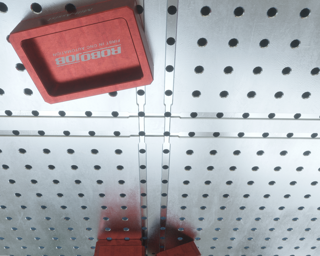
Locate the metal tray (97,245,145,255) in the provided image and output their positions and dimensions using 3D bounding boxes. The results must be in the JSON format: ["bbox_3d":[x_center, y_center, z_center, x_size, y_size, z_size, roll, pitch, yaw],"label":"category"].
[{"bbox_3d":[-0.075,0.277,0.633,0.091,0.030,0.129,0,140,-1],"label":"metal tray"}]

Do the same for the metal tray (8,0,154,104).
[{"bbox_3d":[-0.080,-0.080,0.338,0.131,0.030,0.090,-10,130,8],"label":"metal tray"}]

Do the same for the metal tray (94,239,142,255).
[{"bbox_3d":[-0.080,0.273,0.574,0.091,0.130,0.030,0,128,0],"label":"metal tray"}]

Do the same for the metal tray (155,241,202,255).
[{"bbox_3d":[0.017,0.284,0.626,0.091,0.030,0.129,-4,136,-33],"label":"metal tray"}]
